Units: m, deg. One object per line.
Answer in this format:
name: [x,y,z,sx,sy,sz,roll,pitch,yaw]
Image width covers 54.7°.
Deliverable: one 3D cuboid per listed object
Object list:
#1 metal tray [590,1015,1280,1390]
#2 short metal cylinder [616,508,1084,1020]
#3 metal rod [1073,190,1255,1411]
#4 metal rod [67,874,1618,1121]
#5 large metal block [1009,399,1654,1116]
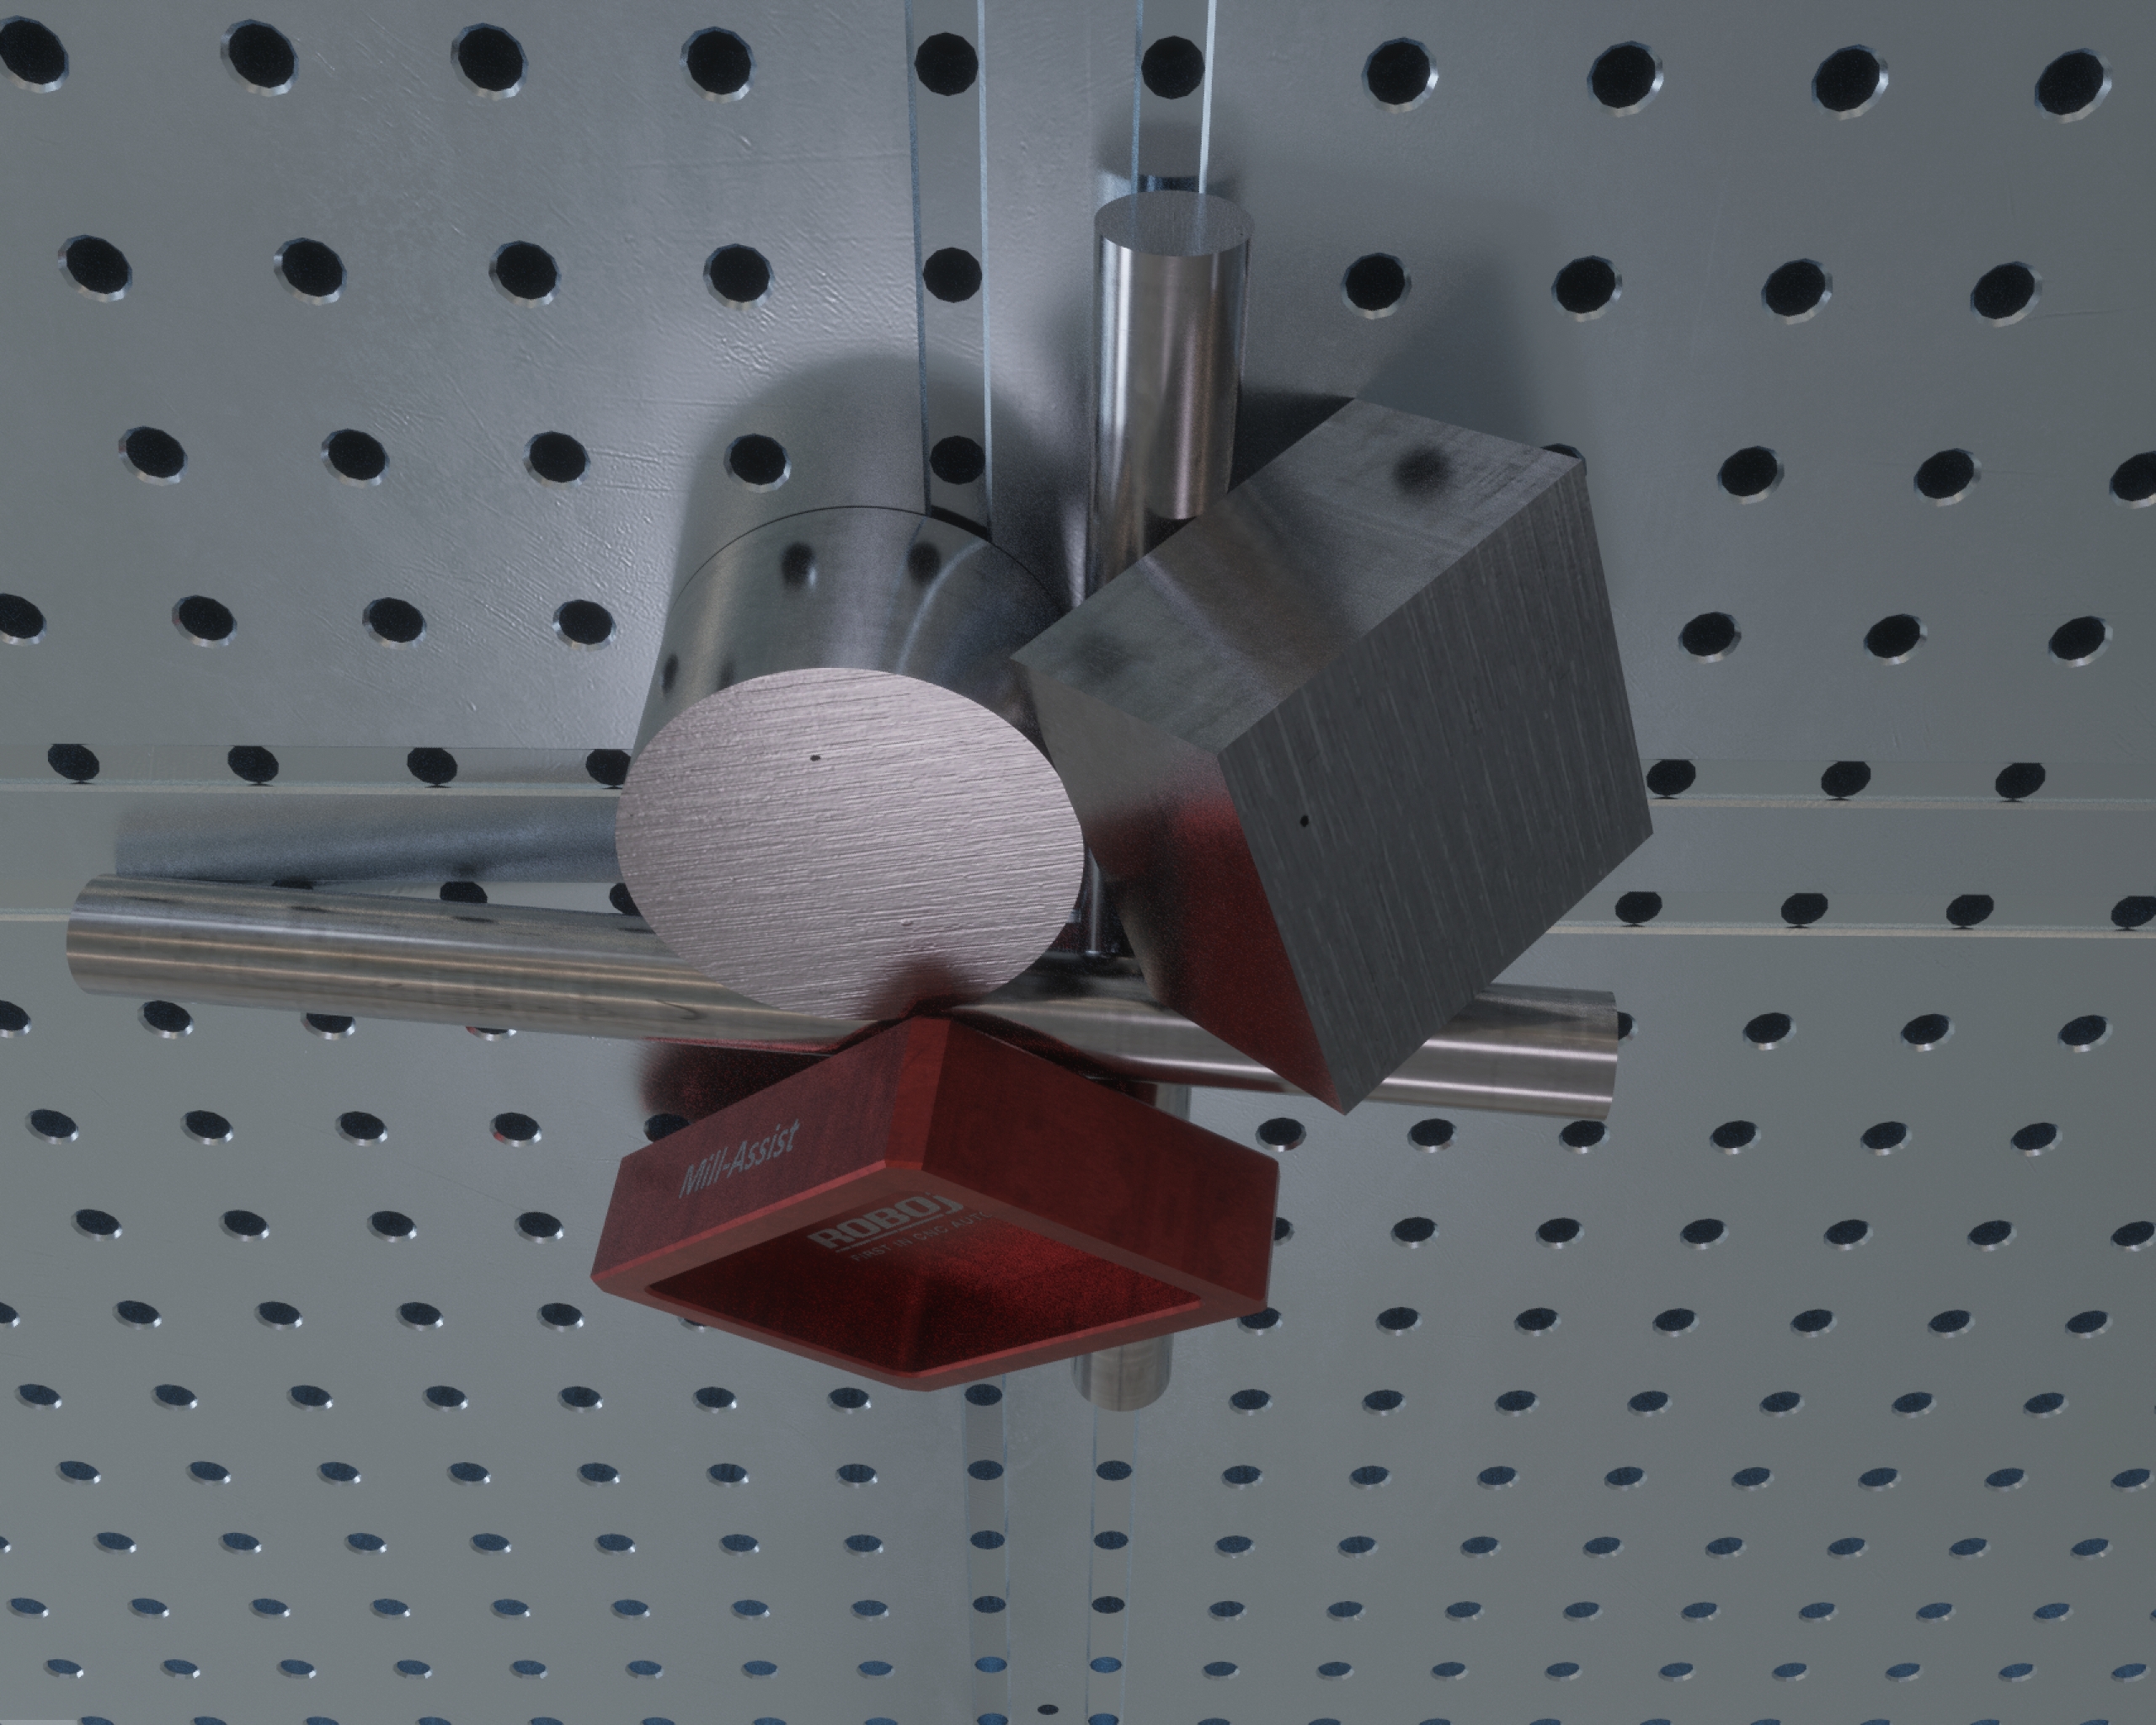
metal tray: [-0.033,0.077,0.440,0.090,0.030,0.130,27,146,-28]
short metal cylinder: [-0.039,-0.017,0.380,0.081,0.050,0.079,0,130,0]
metal rod: [0.013,0.013,0.423,0.025,0.025,0.298,0,131,-1]
metal rod: [-0.049,0.026,0.411,0.302,0.025,0.025,4,130,5]
large metal block: [0.046,-0.019,0.353,0.080,0.050,0.080,-39,131,-20]
